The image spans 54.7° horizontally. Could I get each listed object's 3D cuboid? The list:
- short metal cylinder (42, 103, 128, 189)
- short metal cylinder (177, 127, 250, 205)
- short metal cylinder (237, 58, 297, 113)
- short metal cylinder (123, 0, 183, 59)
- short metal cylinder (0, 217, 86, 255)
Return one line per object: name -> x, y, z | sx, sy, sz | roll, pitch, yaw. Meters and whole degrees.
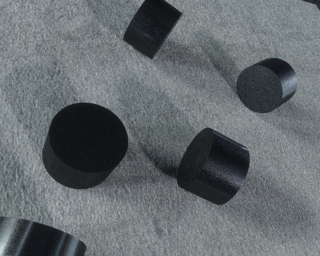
short metal cylinder -> -0.081, 0.020, 0.333 | 0.081, 0.050, 0.080 | 14, 56, -21
short metal cylinder -> 0.063, 0.046, 0.376 | 0.050, 0.080, 0.080 | 28, 52, -12
short metal cylinder -> 0.174, -0.070, 0.508 | 0.050, 0.080, 0.080 | -27, 77, -37
short metal cylinder -> -0.011, -0.148, 0.455 | 0.050, 0.080, 0.080 | 34, 51, -6
short metal cylinder -> -0.106, 0.110, 0.245 | 0.080, 0.080, 0.050 | 24, 53, -14
